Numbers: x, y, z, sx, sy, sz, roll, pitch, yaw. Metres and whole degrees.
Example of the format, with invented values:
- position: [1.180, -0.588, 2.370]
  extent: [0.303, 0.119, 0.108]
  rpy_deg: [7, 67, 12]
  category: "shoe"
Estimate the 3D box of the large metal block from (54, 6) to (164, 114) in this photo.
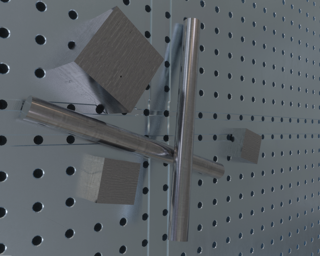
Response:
- position: [-0.054, -0.072, 0.348]
  extent: [0.080, 0.050, 0.080]
  rpy_deg: [43, 64, -32]
  category: "large metal block"

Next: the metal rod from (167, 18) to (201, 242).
- position: [0.034, -0.008, 0.412]
  extent: [0.025, 0.025, 0.299]
  rpy_deg: [17, 71, -39]
  category: "metal rod"

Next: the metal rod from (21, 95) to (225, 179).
- position: [-0.019, 0.024, 0.393]
  extent: [0.302, 0.025, 0.025]
  rpy_deg: [22, 76, -38]
  category: "metal rod"

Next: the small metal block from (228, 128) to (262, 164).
- position: [0.147, 0.031, 0.533]
  extent: [0.050, 0.025, 0.050]
  rpy_deg: [22, 76, -38]
  category: "small metal block"

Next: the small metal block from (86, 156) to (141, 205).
- position: [-0.054, 0.062, 0.364]
  extent: [0.050, 0.025, 0.050]
  rpy_deg: [15, 81, -39]
  category: "small metal block"
